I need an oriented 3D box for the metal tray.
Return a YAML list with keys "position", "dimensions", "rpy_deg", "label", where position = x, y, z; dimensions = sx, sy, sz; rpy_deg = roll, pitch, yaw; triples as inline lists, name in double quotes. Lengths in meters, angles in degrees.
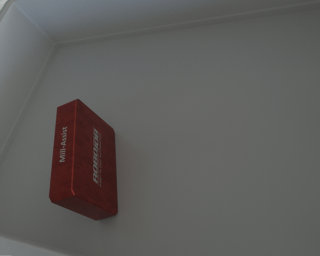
- position: [-0.091, 0.039, 0.388]
  dimensions: [0.030, 0.090, 0.130]
  rpy_deg: [-20, 54, 17]
  label: "metal tray"
